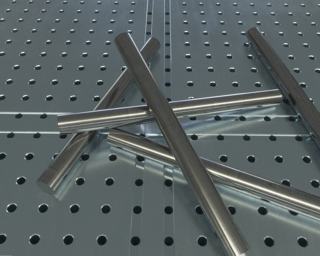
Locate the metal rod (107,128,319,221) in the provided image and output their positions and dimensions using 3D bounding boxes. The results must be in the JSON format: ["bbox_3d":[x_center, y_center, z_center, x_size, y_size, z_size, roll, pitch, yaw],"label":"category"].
[{"bbox_3d":[0.077,0.056,0.361,0.301,0.025,0.025,18,52,14],"label":"metal rod"}]

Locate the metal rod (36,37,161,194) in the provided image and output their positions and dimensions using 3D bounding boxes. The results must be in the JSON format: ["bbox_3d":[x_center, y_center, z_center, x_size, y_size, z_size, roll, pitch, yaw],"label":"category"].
[{"bbox_3d":[-0.070,-0.038,0.438,0.025,0.025,0.301,19,52,14],"label":"metal rod"}]

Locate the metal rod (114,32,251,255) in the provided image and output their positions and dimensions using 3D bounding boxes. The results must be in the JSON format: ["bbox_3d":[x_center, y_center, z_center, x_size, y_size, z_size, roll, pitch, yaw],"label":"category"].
[{"bbox_3d":[0.014,0.002,0.362,0.025,0.025,0.299,-21,66,-17],"label":"metal rod"}]

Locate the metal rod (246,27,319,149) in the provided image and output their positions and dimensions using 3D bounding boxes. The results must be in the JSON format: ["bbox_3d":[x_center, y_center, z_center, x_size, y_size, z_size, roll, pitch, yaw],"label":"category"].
[{"bbox_3d":[0.195,-0.056,0.457,0.025,0.025,0.300,-9,51,-8],"label":"metal rod"}]

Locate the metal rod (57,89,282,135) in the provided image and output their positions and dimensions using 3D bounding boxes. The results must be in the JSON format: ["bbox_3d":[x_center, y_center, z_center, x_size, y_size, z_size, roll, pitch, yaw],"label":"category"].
[{"bbox_3d":[0.024,-0.024,0.409,0.302,0.025,0.025,-8,50,-15],"label":"metal rod"}]
